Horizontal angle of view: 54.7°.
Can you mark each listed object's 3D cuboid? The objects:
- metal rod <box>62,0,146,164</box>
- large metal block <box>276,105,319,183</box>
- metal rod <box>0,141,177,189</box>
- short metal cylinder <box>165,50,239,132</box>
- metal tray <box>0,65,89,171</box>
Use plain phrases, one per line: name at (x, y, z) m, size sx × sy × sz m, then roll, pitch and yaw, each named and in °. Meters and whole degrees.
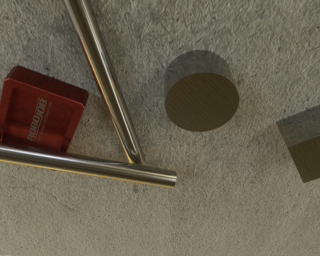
metal rod at (-0.064, -0.063, 0.352) m, size 0.025 × 0.025 × 0.298 m, roll -10°, pitch 130°, yaw 7°
large metal block at (0.212, 0.019, 0.410) m, size 0.080 × 0.050 × 0.080 m, roll -24°, pitch 126°, yaw 19°
metal rod at (-0.126, 0.043, 0.402) m, size 0.302 × 0.025 × 0.025 m, roll 11°, pitch 129°, yaw -12°
short metal cylinder at (0.045, -0.042, 0.356) m, size 0.081 × 0.050 × 0.079 m, roll 0°, pitch 130°, yaw 0°
metal tray at (-0.155, -0.006, 0.396) m, size 0.091 × 0.030 × 0.129 m, roll 20°, pitch 127°, yaw -17°
